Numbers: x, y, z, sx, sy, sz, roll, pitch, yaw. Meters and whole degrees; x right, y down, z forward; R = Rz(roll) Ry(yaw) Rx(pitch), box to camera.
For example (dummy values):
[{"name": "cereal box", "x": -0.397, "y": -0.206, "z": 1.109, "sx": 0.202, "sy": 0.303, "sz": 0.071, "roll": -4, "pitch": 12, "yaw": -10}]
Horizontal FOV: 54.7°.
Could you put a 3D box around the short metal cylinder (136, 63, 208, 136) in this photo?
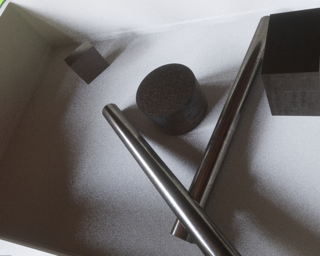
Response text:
[{"name": "short metal cylinder", "x": 0.016, "y": -0.037, "z": 0.403, "sx": 0.080, "sy": 0.050, "sz": 0.080, "roll": -13, "pitch": 56, "yaw": 20}]

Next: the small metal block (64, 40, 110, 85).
[{"name": "small metal block", "x": -0.121, "y": -0.109, "z": 0.518, "sx": 0.050, "sy": 0.050, "sz": 0.025, "roll": -42, "pitch": 51, "yaw": -1}]

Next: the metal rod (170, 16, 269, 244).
[{"name": "metal rod", "x": 0.084, "y": -0.013, "z": 0.368, "sx": 0.025, "sy": 0.025, "sz": 0.300, "roll": 14, "pitch": 68, "yaw": 33}]

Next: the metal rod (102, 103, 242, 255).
[{"name": "metal rod", "x": -0.002, "y": 0.050, "z": 0.350, "sx": 0.025, "sy": 0.025, "sz": 0.300, "roll": -42, "pitch": 44, "yaw": -1}]

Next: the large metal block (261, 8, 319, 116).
[{"name": "large metal block", "x": 0.146, "y": -0.067, "z": 0.335, "sx": 0.050, "sy": 0.080, "sz": 0.080, "roll": 2, "pitch": 63, "yaw": 29}]
